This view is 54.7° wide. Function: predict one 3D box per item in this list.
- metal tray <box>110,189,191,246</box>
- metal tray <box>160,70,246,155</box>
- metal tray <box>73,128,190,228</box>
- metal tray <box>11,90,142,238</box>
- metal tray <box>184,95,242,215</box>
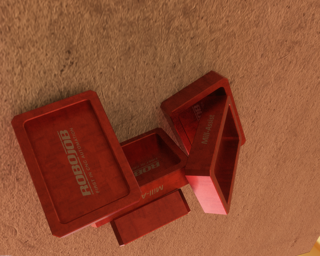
[{"bbox_3d":[-0.021,0.115,0.413,0.091,0.130,0.030,-22,82,-15],"label":"metal tray"},{"bbox_3d":[0.066,-0.005,0.440,0.090,0.030,0.130,-34,129,-7],"label":"metal tray"},{"bbox_3d":[-0.036,0.054,0.381,0.131,0.090,0.030,-23,127,-15],"label":"metal tray"},{"bbox_3d":[-0.086,0.034,0.322,0.091,0.130,0.030,-22,166,-16],"label":"metal tray"},{"bbox_3d":[0.074,0.032,0.398,0.090,0.030,0.130,63,36,-39],"label":"metal tray"}]
